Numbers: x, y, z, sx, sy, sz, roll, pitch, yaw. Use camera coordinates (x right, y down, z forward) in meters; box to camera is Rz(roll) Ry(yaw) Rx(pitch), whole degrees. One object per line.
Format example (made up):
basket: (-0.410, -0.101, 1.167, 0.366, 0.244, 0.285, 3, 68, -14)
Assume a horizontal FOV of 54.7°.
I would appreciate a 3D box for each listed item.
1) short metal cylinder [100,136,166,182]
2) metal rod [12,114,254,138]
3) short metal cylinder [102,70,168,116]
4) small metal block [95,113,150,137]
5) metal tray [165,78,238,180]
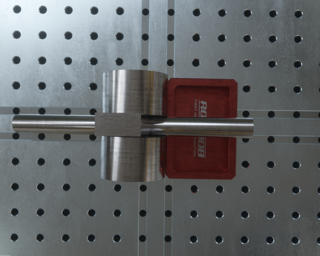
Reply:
short metal cylinder: (-0.033, 0.035, 0.385, 0.081, 0.080, 0.050, 1, 90, 0)
metal rod: (-0.040, -0.003, 0.390, 0.301, 0.025, 0.025, 1, 90, 8)
short metal cylinder: (-0.031, -0.040, 0.384, 0.081, 0.080, 0.050, 1, 90, 0)
small metal block: (-0.041, -0.004, 0.353, 0.050, 0.050, 0.025, 1, 90, 8)
metal tray: (0.053, 0.001, 0.411, 0.091, 0.030, 0.129, 1, 90, 0)
